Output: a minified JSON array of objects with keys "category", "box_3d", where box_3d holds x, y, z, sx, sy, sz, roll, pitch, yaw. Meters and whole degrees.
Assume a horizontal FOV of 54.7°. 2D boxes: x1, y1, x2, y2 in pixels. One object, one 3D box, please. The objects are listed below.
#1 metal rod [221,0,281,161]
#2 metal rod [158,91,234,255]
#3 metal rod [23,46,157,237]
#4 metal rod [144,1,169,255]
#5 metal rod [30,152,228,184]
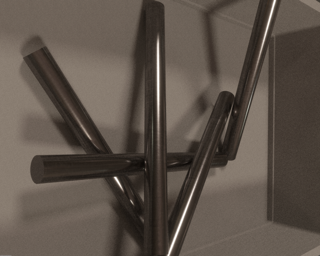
[{"category":"metal rod","box_3d":[0.127,-0.081,0.429,0.025,0.025,0.298,-21,131,-38]},{"category":"metal rod","box_3d":[0.047,0.060,0.394,0.025,0.025,0.301,50,49,-29]},{"category":"metal rod","box_3d":[-0.058,0.048,0.359,0.025,0.025,0.299,-43,116,-32]},{"category":"metal rod","box_3d":[-0.005,-0.015,0.358,0.025,0.025,0.299,15,67,-39]},{"category":"metal rod","box_3d":[-0.005,0.043,0.380,0.302,0.025,0.025,4,88,-48]}]
